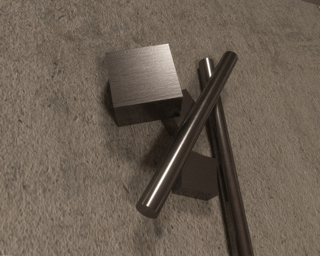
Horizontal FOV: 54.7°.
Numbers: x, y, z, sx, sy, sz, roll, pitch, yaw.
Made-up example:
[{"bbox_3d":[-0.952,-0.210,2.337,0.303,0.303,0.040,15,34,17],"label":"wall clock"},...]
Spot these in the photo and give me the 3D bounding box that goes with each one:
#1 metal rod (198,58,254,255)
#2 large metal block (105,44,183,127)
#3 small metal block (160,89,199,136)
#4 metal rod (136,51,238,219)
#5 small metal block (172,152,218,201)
[{"bbox_3d":[0.087,0.023,0.438,0.025,0.025,0.299,9,58,-24],"label":"metal rod"},{"bbox_3d":[-0.021,-0.054,0.392,0.081,0.050,0.080,-10,65,-6],"label":"large metal block"},{"bbox_3d":[0.026,-0.022,0.433,0.050,0.025,0.050,-22,74,-36],"label":"small metal block"},{"bbox_3d":[0.050,-0.014,0.409,0.025,0.025,0.301,36,52,-5],"label":"metal rod"},{"bbox_3d":[0.044,0.060,0.393,0.050,0.025,0.050,16,55,-19],"label":"small metal block"}]
